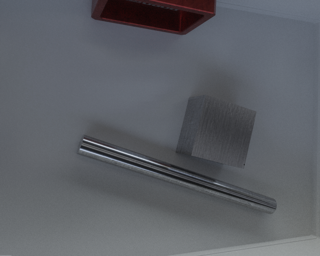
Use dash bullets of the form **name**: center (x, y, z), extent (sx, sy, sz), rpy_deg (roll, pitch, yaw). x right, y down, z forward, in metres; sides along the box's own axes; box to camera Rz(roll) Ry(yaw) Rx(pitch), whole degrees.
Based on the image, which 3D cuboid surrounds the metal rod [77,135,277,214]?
- **metal rod**: center (0.037, 0.070, 0.425), extent (0.302, 0.025, 0.025), rpy_deg (21, 83, -19)

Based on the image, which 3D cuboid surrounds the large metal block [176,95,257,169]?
- **large metal block**: center (0.077, 0.006, 0.427), extent (0.081, 0.050, 0.080), rpy_deg (16, 85, -20)

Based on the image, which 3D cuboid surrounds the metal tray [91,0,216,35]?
- **metal tray**: center (-0.010, -0.148, 0.372), extent (0.131, 0.090, 0.030), rpy_deg (4, 89, -20)
